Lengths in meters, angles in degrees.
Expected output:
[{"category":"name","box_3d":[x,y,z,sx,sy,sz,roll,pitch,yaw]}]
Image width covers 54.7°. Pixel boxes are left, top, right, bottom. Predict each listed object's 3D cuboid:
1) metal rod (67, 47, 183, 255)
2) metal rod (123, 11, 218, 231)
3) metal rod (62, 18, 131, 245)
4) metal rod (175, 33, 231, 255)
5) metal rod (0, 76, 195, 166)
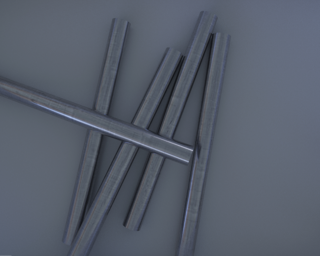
[{"category":"metal rod","box_3d":[-0.044,0.034,0.400,0.025,0.025,0.299,25,86,-1]},{"category":"metal rod","box_3d":[0.014,-0.009,0.411,0.025,0.025,0.299,20,90,-1]},{"category":"metal rod","box_3d":[-0.084,0.005,0.410,0.025,0.025,0.298,13,90,-1]},{"category":"metal rod","box_3d":[0.057,0.024,0.412,0.025,0.025,0.298,10,90,-1]},{"category":"metal rod","box_3d":[-0.103,-0.017,0.387,0.301,0.025,0.025,20,90,8]}]
